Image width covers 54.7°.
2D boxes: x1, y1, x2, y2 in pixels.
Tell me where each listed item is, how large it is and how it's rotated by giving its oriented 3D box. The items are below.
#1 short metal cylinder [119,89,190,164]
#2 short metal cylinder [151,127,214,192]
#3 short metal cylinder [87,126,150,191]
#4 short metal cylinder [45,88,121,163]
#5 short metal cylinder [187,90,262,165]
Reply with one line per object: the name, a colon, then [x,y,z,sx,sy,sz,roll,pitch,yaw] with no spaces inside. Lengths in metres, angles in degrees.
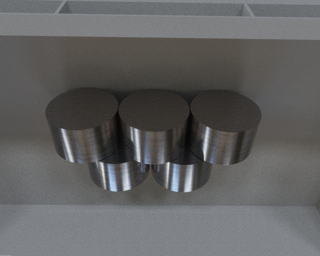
short metal cylinder: [-0.007,-0.003,0.368,0.081,0.080,0.050,1,130,-1]
short metal cylinder: [0.029,0.036,0.401,0.081,0.080,0.050,1,130,-1]
short metal cylinder: [-0.053,0.034,0.399,0.081,0.080,0.050,1,130,-1]
short metal cylinder: [-0.088,-0.004,0.366,0.081,0.080,0.050,1,130,-1]
short metal cylinder: [0.074,-0.002,0.369,0.081,0.080,0.050,1,130,-1]
